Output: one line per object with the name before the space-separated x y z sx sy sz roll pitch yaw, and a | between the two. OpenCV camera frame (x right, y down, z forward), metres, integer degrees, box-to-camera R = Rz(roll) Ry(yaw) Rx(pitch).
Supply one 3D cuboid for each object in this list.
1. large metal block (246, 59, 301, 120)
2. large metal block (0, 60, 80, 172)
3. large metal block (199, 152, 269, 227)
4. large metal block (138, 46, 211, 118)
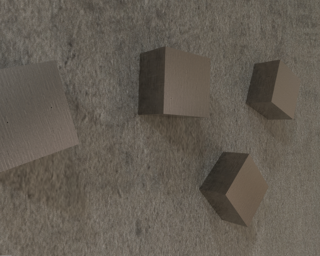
large metal block | 0.209 -0.067 0.567 0.080 0.050 0.080 26 73 -37
large metal block | -0.131 -0.012 0.280 0.081 0.050 0.079 -22 104 -38
large metal block | 0.120 0.095 0.492 0.080 0.050 0.080 -51 120 -28
large metal block | 0.020 -0.055 0.407 0.081 0.050 0.079 3 88 -40
